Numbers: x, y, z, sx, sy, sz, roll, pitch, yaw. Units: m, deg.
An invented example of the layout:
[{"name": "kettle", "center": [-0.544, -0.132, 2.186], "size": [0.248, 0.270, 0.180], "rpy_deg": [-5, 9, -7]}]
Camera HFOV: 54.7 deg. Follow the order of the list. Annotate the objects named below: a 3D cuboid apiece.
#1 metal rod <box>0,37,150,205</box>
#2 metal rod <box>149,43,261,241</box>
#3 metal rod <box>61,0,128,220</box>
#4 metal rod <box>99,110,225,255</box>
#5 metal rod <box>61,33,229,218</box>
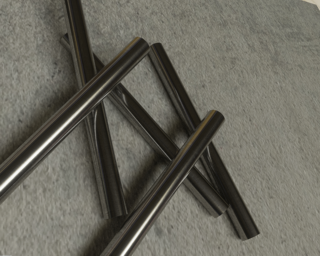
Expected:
[{"name": "metal rod", "center": [-0.105, 0.003, 0.309], "size": [0.025, 0.025, 0.301], "rpy_deg": [39, 62, -2]}, {"name": "metal rod", "center": [0.053, 0.006, 0.430], "size": [0.025, 0.025, 0.299], "rpy_deg": [-13, 68, -34]}, {"name": "metal rod", "center": [-0.083, -0.045, 0.366], "size": [0.025, 0.025, 0.299], "rpy_deg": [-5, 71, -31]}, {"name": "metal rod", "center": [-0.008, 0.082, 0.328], "size": [0.025, 0.025, 0.301], "rpy_deg": [41, 57, -1]}, {"name": "metal rod", "center": [-0.023, -0.009, 0.398], "size": [0.300, 0.025, 0.025], "rpy_deg": [48, 51, 5]}]
